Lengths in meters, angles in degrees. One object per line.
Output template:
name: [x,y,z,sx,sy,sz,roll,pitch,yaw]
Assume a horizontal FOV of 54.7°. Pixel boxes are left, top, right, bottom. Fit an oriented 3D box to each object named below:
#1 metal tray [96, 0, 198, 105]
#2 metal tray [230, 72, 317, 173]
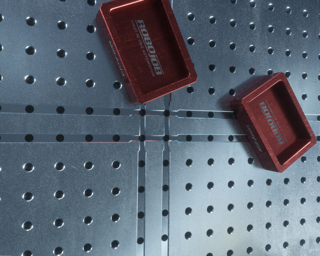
metal tray: [-0.015,-0.105,0.404,0.091,0.030,0.129,-25,99,-19]
metal tray: [0.177,-0.008,0.477,0.090,0.030,0.130,-34,102,-17]
